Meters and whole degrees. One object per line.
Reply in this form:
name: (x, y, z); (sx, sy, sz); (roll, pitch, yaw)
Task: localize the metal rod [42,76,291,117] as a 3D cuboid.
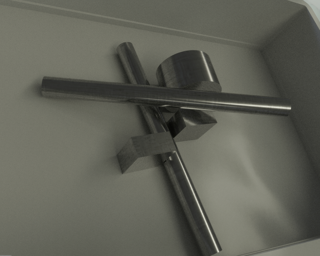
metal rod: (0.013, -0.038, 0.383); (0.302, 0.025, 0.025); (4, 58, -7)

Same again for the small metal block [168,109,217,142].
small metal block: (0.039, -0.004, 0.415); (0.050, 0.050, 0.025); (-6, 65, -31)

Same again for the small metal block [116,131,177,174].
small metal block: (-0.017, 0.029, 0.364); (0.050, 0.050, 0.025); (-8, 66, -32)

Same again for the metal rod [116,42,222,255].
metal rod: (0.004, 0.013, 0.401); (0.025, 0.025, 0.299); (-10, 67, -33)

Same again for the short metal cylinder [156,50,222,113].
short metal cylinder: (0.039, -0.063, 0.432); (0.081, 0.080, 0.050); (-1, 62, -29)
